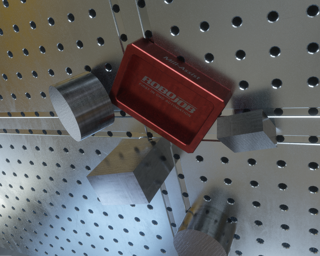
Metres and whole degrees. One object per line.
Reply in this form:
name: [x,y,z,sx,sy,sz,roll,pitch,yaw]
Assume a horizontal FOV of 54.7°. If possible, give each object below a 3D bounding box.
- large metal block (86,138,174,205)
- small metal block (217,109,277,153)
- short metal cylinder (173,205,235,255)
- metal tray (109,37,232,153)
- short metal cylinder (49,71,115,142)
large metal block: [-0.040,0.062,0.435,0.080,0.080,0.050,-11,113,33]
small metal block: [0.098,0.005,0.346,0.050,0.025,0.050,-11,151,33]
short metal cylinder: [0.067,0.163,0.461,0.080,0.050,0.079,13,124,21]
metal tray: [0.008,-0.038,0.380,0.130,0.030,0.089,33,129,6]
short metal cylinder: [-0.104,-0.029,0.412,0.080,0.050,0.079,40,147,34]
